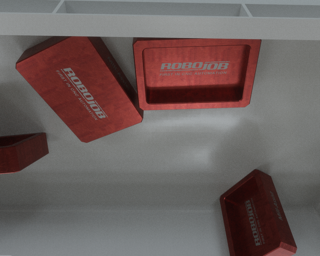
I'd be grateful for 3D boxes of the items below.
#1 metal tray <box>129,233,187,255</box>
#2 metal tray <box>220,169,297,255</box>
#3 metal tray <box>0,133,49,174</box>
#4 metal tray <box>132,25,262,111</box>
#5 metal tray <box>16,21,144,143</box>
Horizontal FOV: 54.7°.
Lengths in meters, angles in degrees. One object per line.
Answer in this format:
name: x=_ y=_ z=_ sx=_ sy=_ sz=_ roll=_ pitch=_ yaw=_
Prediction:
metal tray: x=0.003 y=0.270 z=0.638 sx=0.090 sy=0.030 sz=0.130 roll=-17 pitch=128 yaw=14
metal tray: x=0.138 y=0.137 z=0.459 sx=0.030 sy=0.130 sz=0.090 roll=27 pitch=125 yaw=-21
metal tray: x=-0.222 y=0.033 z=0.389 sx=0.131 sy=0.090 sz=0.030 roll=-5 pitch=99 yaw=4
metal tray: x=0.039 y=-0.066 z=0.350 sx=0.131 sy=0.030 sz=0.089 roll=-2 pitch=130 yaw=1
metal tray: x=-0.087 y=-0.047 z=0.365 sx=0.090 sy=0.030 sz=0.130 roll=-21 pitch=128 yaw=16
